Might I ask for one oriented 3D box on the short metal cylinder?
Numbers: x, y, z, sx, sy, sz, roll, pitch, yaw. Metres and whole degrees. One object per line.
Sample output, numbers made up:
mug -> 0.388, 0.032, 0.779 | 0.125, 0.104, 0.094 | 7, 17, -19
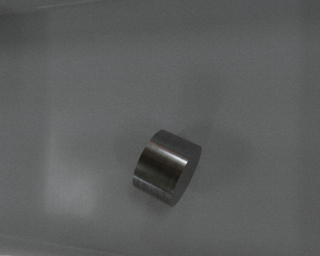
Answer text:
short metal cylinder -> 0.010, 0.048, 0.377 | 0.050, 0.080, 0.080 | 25, 98, 18
